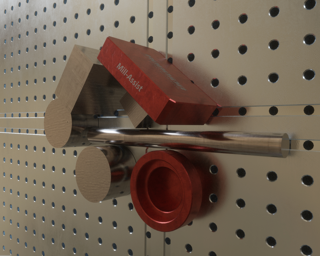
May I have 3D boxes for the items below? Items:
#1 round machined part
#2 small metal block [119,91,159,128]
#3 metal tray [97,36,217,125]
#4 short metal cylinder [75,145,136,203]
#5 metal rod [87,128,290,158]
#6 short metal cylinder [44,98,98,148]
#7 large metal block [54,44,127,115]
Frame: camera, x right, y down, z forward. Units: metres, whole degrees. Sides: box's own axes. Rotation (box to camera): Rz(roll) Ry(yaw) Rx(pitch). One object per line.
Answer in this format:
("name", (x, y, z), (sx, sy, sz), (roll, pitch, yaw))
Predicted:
("round machined part", (0.012, 0.075, 0.389), (0.098, 0.042, 0.097), (0, 90, 40))
("small metal block", (-0.023, -0.035, 0.429), (0.050, 0.025, 0.050), (-46, 63, 30))
("metal tray", (-0.004, -0.056, 0.370), (0.130, 0.091, 0.030), (48, 119, 29))
("short metal cylinder", (-0.080, 0.066, 0.459), (0.080, 0.050, 0.080), (0, 90, 40))
("metal rod", (0.009, 0.015, 0.402), (0.300, 0.025, 0.025), (1, 91, 40))
("short metal cylinder", (-0.149, -0.008, 0.515), (0.080, 0.050, 0.080), (0, 90, 40))
("large metal block", (-0.093, -0.066, 0.451), (0.050, 0.081, 0.080), (46, 117, 29))
